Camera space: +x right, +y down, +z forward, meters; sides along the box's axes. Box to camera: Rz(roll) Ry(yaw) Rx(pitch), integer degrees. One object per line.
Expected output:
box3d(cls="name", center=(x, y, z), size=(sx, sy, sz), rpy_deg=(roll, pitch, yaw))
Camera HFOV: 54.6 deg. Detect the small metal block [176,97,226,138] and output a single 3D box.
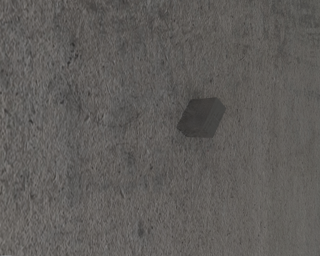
box3d(cls="small metal block", center=(0.058, -0.014, 0.436), size=(0.025, 0.050, 0.050), rpy_deg=(42, 65, -32))
